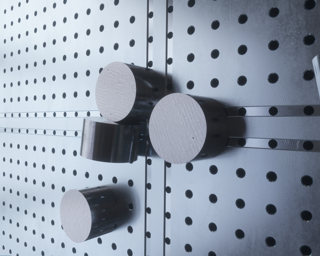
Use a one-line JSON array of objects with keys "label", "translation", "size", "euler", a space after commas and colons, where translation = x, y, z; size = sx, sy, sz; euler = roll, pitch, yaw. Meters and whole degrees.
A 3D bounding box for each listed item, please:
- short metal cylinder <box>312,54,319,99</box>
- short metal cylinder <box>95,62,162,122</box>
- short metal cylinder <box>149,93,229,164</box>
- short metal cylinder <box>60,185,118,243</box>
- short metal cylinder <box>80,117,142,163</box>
[{"label": "short metal cylinder", "translation": [0.165, -0.038, 0.237], "size": [0.080, 0.081, 0.050], "euler": [-13, 82, 39]}, {"label": "short metal cylinder", "translation": [-0.044, -0.048, 0.430], "size": [0.080, 0.050, 0.079], "euler": [0, 90, 40]}, {"label": "short metal cylinder", "translation": [0.034, 0.000, 0.365], "size": [0.080, 0.050, 0.079], "euler": [0, 90, 40]}, {"label": "short metal cylinder", "translation": [-0.112, 0.132, 0.486], "size": [0.080, 0.050, 0.079], "euler": [0, 90, 40]}, {"label": "short metal cylinder", "translation": [-0.068, 0.014, 0.430], "size": [0.080, 0.081, 0.050], "euler": [12, 98, 39]}]
